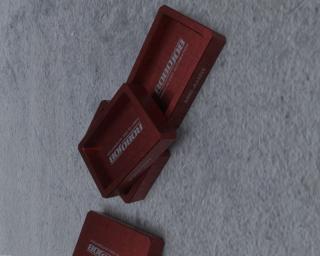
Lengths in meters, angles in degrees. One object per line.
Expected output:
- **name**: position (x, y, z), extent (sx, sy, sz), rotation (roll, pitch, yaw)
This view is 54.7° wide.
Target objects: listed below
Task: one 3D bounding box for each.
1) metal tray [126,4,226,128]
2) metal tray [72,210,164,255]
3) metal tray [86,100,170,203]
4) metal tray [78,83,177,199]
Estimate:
- **metal tray**: position (0.012, -0.075, 0.389), extent (0.090, 0.030, 0.129), rotation (41, 115, 32)
- **metal tray**: position (-0.064, 0.178, 0.433), extent (0.130, 0.030, 0.090), rotation (9, 75, 39)
- **metal tray**: position (-0.054, 0.031, 0.444), extent (0.130, 0.030, 0.089), rotation (44, 116, 31)
- **metal tray**: position (-0.048, 0.018, 0.398), extent (0.129, 0.030, 0.090), rotation (-48, 62, 29)
